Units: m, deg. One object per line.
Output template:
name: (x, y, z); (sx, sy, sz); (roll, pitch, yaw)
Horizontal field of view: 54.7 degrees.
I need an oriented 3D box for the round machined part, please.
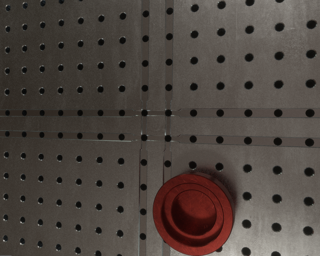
round machined part: (0.044, 0.103, 0.387); (0.098, 0.042, 0.097); (0, 90, 19)
